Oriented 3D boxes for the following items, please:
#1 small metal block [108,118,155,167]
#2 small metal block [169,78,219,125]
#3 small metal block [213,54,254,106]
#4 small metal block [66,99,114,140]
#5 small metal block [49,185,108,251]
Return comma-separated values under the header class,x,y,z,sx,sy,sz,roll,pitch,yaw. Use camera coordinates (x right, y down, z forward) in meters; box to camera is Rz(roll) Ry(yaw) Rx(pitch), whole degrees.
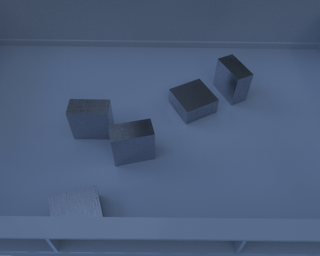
class,x,y,z,sx,sy,sz,roll,pitch,yaw
small metal block,-0.033,0.018,0.373,0.050,0.050,0.025,-10,51,-9
small metal block,0.047,-0.038,0.438,0.050,0.025,0.050,-22,54,-18
small metal block,0.104,-0.070,0.449,0.025,0.050,0.050,-20,53,-16
small metal block,-0.087,-0.010,0.396,0.050,0.050,0.025,1,50,0
small metal block,-0.086,0.094,0.325,0.050,0.025,0.050,-13,51,-12
